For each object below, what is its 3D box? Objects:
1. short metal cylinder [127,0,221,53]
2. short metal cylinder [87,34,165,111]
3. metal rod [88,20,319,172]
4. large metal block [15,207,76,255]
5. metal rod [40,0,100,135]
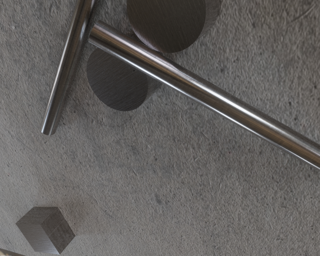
[{"bbox_3d":[0.015,-0.121,0.308,0.080,0.050,0.079,13,124,21],"label":"short metal cylinder"},{"bbox_3d":[-0.039,-0.067,0.370,0.080,0.050,0.079,13,124,21],"label":"short metal cylinder"},{"bbox_3d":[0.067,-0.025,0.321,0.301,0.025,0.025,29,129,-4],"label":"metal rod"},{"bbox_3d":[-0.239,0.213,0.649,0.080,0.050,0.080,-9,114,32],"label":"large metal block"},{"bbox_3d":[-0.118,-0.095,0.410,0.025,0.025,0.298,36,129,4],"label":"metal rod"}]
